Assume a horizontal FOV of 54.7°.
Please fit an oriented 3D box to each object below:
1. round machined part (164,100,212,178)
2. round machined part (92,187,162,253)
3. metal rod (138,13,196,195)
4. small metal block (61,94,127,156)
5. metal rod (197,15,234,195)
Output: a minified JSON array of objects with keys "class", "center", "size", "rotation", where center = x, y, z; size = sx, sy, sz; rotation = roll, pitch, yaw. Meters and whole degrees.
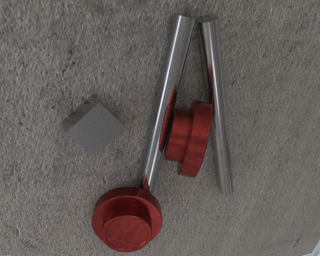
[{"class":"round machined part","center":[0.032,0.011,0.394],"size":[0.042,0.098,0.097],"rotation":[12,116,-1]},{"class":"round machined part","center":[-0.046,0.134,0.433],"size":[0.099,0.042,0.097],"rotation":[-2,117,-3]},{"class":"metal rod","center":[-0.002,0.006,0.409],"size":[0.025,0.025,0.298],"rotation":[-2,119,-28]},{"class":"small metal block","center":[-0.077,-0.003,0.363],"size":[0.050,0.025,0.050],"rotation":[-42,130,1]},{"class":"metal rod","center":[0.085,-0.010,0.446],"size":[0.025,0.025,0.298],"rotation":[-25,128,-14]}]
